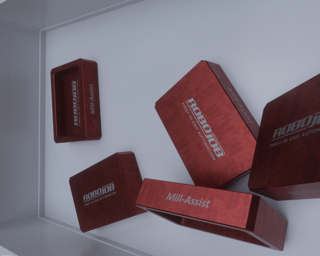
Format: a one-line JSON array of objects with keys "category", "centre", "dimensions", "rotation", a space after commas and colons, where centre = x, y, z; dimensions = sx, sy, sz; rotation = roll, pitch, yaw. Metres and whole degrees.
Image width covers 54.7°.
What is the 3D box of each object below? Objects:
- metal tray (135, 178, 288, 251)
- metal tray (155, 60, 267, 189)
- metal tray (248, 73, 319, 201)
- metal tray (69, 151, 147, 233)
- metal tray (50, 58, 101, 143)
[{"category": "metal tray", "centre": [0.051, 0.087, 0.318], "dimensions": [0.130, 0.090, 0.030], "rotation": [0, 63, 39]}, {"category": "metal tray", "centre": [0.057, 0.000, 0.355], "dimensions": [0.090, 0.030, 0.130], "rotation": [-40, 66, 32]}, {"category": "metal tray", "centre": [0.121, 0.005, 0.236], "dimensions": [0.130, 0.030, 0.090], "rotation": [135, 155, -68]}, {"category": "metal tray", "centre": [-0.081, 0.099, 0.468], "dimensions": [0.130, 0.030, 0.090], "rotation": [-29, 72, 36]}, {"category": "metal tray", "centre": [-0.142, -0.042, 0.517], "dimensions": [0.090, 0.030, 0.129], "rotation": [-7, 86, 39]}]
